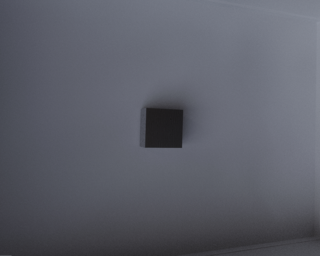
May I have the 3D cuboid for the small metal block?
[{"bbox_3d":[0.002,0.000,0.407,0.050,0.025,0.050,2,90,-20],"label":"small metal block"}]
